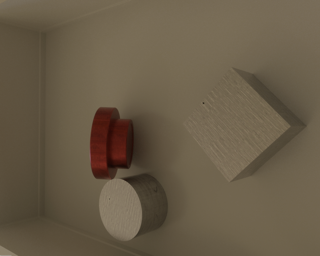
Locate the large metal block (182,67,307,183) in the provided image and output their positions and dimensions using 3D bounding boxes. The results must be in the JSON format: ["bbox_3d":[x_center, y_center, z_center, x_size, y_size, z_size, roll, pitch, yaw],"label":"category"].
[{"bbox_3d":[0.084,-0.003,0.320,0.080,0.050,0.080,-51,61,27],"label":"large metal block"}]

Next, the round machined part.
[{"bbox_3d":[-0.061,0.021,0.420,0.042,0.098,0.097,2,92,3],"label":"round machined part"}]

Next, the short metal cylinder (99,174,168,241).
[{"bbox_3d":[-0.036,0.105,0.419,0.080,0.050,0.079,0,90,39],"label":"short metal cylinder"}]
